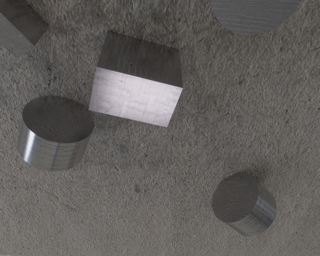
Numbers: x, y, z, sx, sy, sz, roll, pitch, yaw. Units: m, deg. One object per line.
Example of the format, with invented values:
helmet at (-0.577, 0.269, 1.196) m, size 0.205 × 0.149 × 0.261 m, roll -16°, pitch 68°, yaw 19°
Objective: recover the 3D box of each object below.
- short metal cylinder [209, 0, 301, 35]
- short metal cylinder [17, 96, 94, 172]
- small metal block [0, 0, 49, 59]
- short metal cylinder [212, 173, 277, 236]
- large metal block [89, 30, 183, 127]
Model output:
short metal cylinder at (0.082, -0.132, 0.279) m, size 0.081 × 0.050 × 0.079 m, roll 0°, pitch 130°, yaw 0°
short metal cylinder at (-0.126, 0.006, 0.375) m, size 0.081 × 0.080 × 0.050 m, roll 18°, pitch 128°, yaw -15°
small metal block at (-0.142, -0.104, 0.301) m, size 0.025 × 0.050 × 0.050 m, roll -27°, pitch 125°, yaw 21°
short metal cylinder at (0.127, 0.116, 0.471) m, size 0.080 × 0.080 × 0.050 m, roll -35°, pitch 122°, yaw 26°
large metal block at (-0.024, -0.053, 0.326) m, size 0.081 × 0.080 × 0.050 m, roll 13°, pitch 129°, yaw -11°
